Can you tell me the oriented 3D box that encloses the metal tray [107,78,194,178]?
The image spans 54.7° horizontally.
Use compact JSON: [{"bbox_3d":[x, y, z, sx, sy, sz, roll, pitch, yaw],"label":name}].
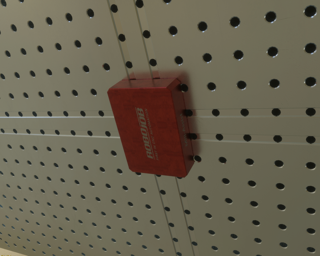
[{"bbox_3d":[-0.010,0.001,0.412,0.090,0.030,0.129,2,120,27],"label":"metal tray"}]
